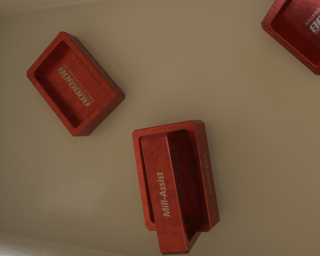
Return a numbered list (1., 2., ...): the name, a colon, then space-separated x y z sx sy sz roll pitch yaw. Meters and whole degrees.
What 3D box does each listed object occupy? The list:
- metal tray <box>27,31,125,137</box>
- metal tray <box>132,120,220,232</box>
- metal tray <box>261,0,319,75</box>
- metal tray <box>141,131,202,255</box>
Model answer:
1. metal tray: -0.124 -0.063 0.450 0.090 0.030 0.130 -44 77 14
2. metal tray: 0.018 0.060 0.388 0.090 0.030 0.129 -10 87 30
3. metal tray: 0.163 -0.117 0.296 0.030 0.130 0.090 -42 80 -17
4. metal tray: 0.018 0.070 0.368 0.030 0.090 0.129 -11 87 19
